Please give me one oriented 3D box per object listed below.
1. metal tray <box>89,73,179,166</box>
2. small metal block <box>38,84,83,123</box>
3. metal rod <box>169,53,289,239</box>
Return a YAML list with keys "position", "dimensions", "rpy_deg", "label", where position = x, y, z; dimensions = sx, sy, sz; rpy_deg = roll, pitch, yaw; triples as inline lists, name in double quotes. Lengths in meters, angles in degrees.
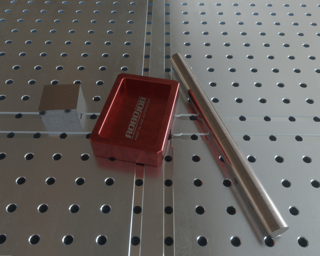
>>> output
- position: [-0.029, -0.017, 0.417]
  dimensions: [0.090, 0.030, 0.130]
  rpy_deg: [9, 51, 7]
  label: "metal tray"
- position: [-0.138, -0.035, 0.435]
  dimensions: [0.050, 0.025, 0.050]
  rpy_deg: [-3, 50, -3]
  label: "small metal block"
- position: [0.074, -0.001, 0.409]
  dimensions: [0.025, 0.025, 0.299]
  rpy_deg: [-14, 52, -12]
  label: "metal rod"
